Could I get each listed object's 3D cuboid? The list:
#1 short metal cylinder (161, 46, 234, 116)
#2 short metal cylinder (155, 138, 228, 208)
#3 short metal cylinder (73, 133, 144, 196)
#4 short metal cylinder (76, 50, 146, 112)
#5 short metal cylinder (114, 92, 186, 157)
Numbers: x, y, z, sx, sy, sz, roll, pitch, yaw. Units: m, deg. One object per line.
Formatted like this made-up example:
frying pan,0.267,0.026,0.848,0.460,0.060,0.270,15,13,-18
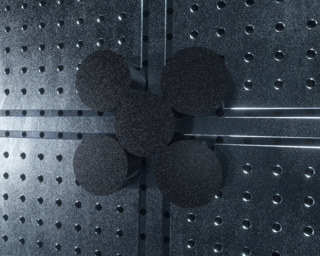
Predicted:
short metal cylinder,0.047,-0.054,0.380,0.080,0.050,0.079,0,90,19
short metal cylinder,0.040,0.053,0.384,0.080,0.050,0.079,0,90,19
short metal cylinder,-0.069,0.047,0.421,0.080,0.050,0.079,0,90,19
short metal cylinder,-0.065,-0.061,0.420,0.080,0.050,0.079,0,90,19
short metal cylinder,-0.012,-0.005,0.402,0.080,0.050,0.079,0,90,19
